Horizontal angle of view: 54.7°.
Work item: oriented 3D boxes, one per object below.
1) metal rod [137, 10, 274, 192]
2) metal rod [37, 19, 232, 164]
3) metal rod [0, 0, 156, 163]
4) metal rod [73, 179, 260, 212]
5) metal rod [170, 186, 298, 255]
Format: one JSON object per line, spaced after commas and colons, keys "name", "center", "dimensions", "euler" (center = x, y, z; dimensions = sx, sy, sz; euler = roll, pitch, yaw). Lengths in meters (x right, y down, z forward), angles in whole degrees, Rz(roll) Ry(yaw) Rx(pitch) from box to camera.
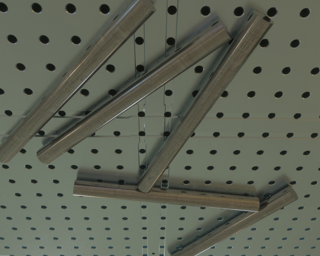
{"name": "metal rod", "center": [0.041, -0.011, 0.402], "dimensions": [0.025, 0.025, 0.298], "euler": [20, 127, -17]}
{"name": "metal rod", "center": [-0.048, -0.032, 0.383], "dimensions": [0.300, 0.025, 0.025], "euler": [-32, 124, 23]}
{"name": "metal rod", "center": [-0.118, -0.043, 0.373], "dimensions": [0.025, 0.025, 0.299], "euler": [37, 121, -27]}
{"name": "metal rod", "center": [0.014, 0.112, 0.506], "dimensions": [0.302, 0.025, 0.025], "euler": [7, 130, -7]}
{"name": "metal rod", "center": [0.121, 0.193, 0.578], "dimensions": [0.025, 0.025, 0.299], "euler": [32, 123, -25]}
